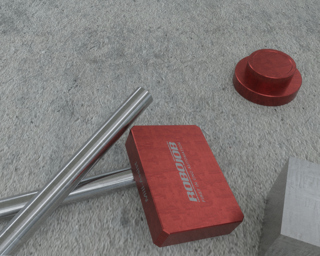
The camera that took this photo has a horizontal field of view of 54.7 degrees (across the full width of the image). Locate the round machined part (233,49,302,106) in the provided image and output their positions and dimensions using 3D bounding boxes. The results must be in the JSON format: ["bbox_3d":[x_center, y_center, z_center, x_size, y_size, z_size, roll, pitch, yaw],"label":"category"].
[{"bbox_3d":[0.162,-0.082,0.463,0.099,0.042,0.098,0,50,0],"label":"round machined part"}]

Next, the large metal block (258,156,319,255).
[{"bbox_3d":[0.133,0.088,0.296,0.050,0.080,0.080,16,52,12],"label":"large metal block"}]

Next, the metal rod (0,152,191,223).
[{"bbox_3d":[-0.108,0.074,0.339,0.302,0.025,0.025,-13,51,-11],"label":"metal rod"}]

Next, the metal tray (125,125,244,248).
[{"bbox_3d":[0.022,0.054,0.337,0.091,0.030,0.130,-1,48,-25],"label":"metal tray"}]

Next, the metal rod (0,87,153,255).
[{"bbox_3d":[-0.108,0.066,0.314,0.025,0.025,0.301,30,66,22],"label":"metal rod"}]
